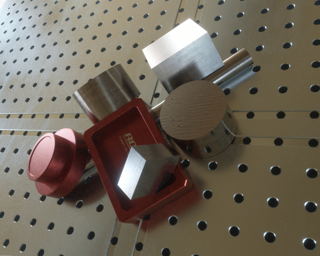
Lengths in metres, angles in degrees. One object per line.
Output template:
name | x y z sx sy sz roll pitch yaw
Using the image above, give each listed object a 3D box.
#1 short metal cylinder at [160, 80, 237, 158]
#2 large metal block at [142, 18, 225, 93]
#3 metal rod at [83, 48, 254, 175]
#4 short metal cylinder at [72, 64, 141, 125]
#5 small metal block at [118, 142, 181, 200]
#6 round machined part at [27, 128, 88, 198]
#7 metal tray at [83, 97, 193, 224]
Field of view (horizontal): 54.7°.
short metal cylinder | 0.047 -0.010 0.373 0.080 0.050 0.080 -13 56 21
large metal block | 0.028 -0.097 0.422 0.080 0.050 0.080 -32 32 7
metal rod | -0.010 -0.013 0.424 0.300 0.025 0.025 -33 52 7
short metal cylinder | -0.074 -0.046 0.433 0.080 0.050 0.080 -33 8 6
small metal block | -0.011 0.045 0.333 0.025 0.050 0.050 40 120 37
round machined part | -0.147 0.045 0.431 0.098 0.042 0.098 -22 54 35
metal tray | -0.030 0.038 0.379 0.090 0.030 0.130 -33 64 7
